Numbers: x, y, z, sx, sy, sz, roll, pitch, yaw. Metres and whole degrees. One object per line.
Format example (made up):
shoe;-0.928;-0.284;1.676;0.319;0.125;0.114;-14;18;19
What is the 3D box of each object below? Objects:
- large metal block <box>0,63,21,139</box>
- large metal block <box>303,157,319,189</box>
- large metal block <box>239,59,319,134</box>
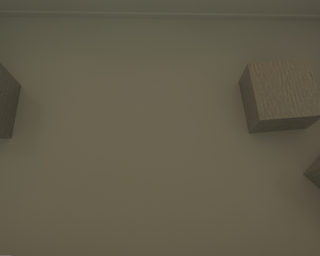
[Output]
large metal block;-0.224;-0.037;0.392;0.050;0.080;0.080;1;70;0
large metal block;0.228;0.060;0.357;0.050;0.080;0.080;-43;76;-7
large metal block;0.157;-0.041;0.412;0.081;0.050;0.080;-5;70;-2
